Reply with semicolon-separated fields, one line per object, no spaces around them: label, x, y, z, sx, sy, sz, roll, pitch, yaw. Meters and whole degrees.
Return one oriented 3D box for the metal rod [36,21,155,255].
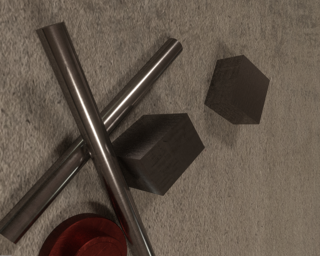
metal rod;-0.056;0.041;0.330;0.025;0.025;0.298;-36;121;-34

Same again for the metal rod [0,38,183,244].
metal rod;-0.061;-0.006;0.354;0.301;0.025;0.025;-52;121;-27

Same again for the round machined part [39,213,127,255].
round machined part;-0.075;0.145;0.332;0.099;0.042;0.097;0;90;-40

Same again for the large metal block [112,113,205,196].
large metal block;-0.009;0.027;0.363;0.080;0.080;0.050;-44;117;-31

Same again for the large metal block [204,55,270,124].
large metal block;0.125;-0.058;0.496;0.080;0.050;0.080;29;72;-37
